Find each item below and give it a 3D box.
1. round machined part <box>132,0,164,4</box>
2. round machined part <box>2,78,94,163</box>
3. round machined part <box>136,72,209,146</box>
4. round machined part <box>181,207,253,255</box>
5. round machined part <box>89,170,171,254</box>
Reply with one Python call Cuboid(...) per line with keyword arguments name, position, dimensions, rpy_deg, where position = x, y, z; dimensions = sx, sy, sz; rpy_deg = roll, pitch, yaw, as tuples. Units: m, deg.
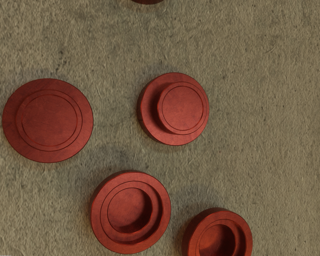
Cuboid(name="round machined part", position=(-0.015, -0.214, 0.394), dimensions=(0.099, 0.042, 0.097), rpy_deg=(0, 90, -20))
Cuboid(name="round machined part", position=(-0.126, -0.008, 0.354), dimensions=(0.099, 0.042, 0.097), rpy_deg=(0, 90, -20))
Cuboid(name="round machined part", position=(0.022, -0.025, 0.408), dimensions=(0.099, 0.042, 0.097), rpy_deg=(0, 90, -20))
Cuboid(name="round machined part", position=(0.074, 0.158, 0.427), dimensions=(0.099, 0.042, 0.097), rpy_deg=(0, 90, -20))
Cuboid(name="round machined part", position=(-0.039, 0.100, 0.386), dimensions=(0.099, 0.042, 0.097), rpy_deg=(0, 90, -20))
